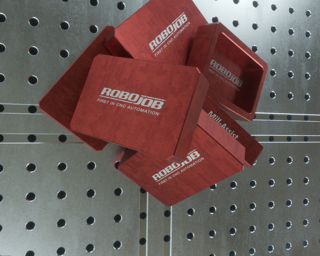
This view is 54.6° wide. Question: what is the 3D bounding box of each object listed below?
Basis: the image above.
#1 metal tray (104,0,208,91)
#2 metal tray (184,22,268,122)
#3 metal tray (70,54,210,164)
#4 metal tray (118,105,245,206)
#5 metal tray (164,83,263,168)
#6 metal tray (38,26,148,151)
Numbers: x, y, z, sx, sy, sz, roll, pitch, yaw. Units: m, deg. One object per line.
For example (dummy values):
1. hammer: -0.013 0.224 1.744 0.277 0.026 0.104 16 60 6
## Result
1. metal tray: 0.005 -0.114 0.391 0.090 0.030 0.130 49 61 -17
2. metal tray: 0.091 -0.070 0.417 0.131 0.030 0.090 22 82 -41
3. metal tray: -0.024 -0.024 0.323 0.030 0.130 0.090 30 76 -61
4. metal tray: 0.023 0.038 0.370 0.090 0.129 0.030 40 39 -16
5. metal tray: 0.057 -0.003 0.398 0.130 0.090 0.030 40 77 -16
6. metal tray: -0.072 -0.048 0.383 0.090 0.030 0.130 41 77 -17
